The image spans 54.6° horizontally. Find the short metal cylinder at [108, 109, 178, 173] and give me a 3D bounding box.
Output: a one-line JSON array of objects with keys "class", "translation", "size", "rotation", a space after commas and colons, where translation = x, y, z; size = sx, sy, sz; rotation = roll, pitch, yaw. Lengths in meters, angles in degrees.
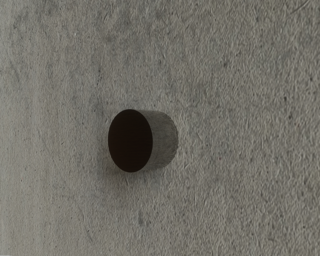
[{"class": "short metal cylinder", "translation": [-0.023, 0.016, 0.409], "size": [0.080, 0.050, 0.080], "rotation": [0, 90, 40]}]
